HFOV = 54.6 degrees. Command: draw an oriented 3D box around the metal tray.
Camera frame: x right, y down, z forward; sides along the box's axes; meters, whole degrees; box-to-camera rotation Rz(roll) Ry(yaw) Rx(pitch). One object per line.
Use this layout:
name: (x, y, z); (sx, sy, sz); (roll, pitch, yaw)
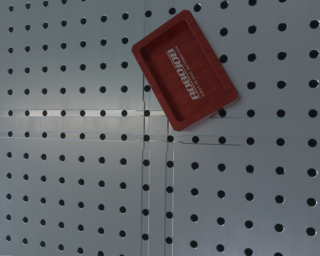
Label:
metal tray: (0.032, -0.071, 0.398); (0.090, 0.030, 0.130); (-31, 80, 17)
